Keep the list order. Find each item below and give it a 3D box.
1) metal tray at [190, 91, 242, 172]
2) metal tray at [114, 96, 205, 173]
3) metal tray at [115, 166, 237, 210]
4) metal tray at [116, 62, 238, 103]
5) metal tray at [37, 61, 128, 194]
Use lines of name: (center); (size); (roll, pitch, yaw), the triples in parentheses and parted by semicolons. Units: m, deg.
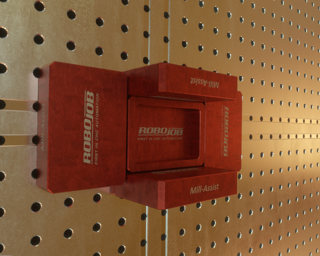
metal tray: (0.088, 0.005, 0.480); (0.091, 0.030, 0.129); (1, 89, -41)
metal tray: (0.004, 0.008, 0.408); (0.131, 0.030, 0.089); (1, 90, -40)
metal tray: (0.022, 0.068, 0.386); (0.131, 0.090, 0.030); (1, 90, -40)
metal tray: (0.023, -0.052, 0.388); (0.131, 0.090, 0.030); (1, 90, -40)
metal tray: (-0.082, 0.000, 0.338); (0.091, 0.030, 0.129); (1, 89, -40)
